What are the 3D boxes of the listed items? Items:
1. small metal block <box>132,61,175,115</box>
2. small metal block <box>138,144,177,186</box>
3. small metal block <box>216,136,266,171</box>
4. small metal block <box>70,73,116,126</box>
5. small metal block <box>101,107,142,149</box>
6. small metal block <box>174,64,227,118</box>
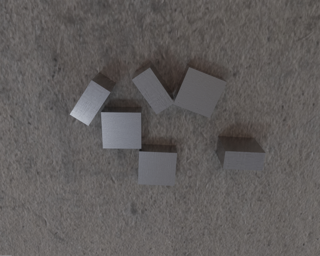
[{"bbox_3d":[-0.008,-0.050,0.378,0.025,0.050,0.050,-33,107,11],"label":"small metal block"},{"bbox_3d":[-0.004,0.051,0.429,0.050,0.025,0.050,3,110,-2],"label":"small metal block"},{"bbox_3d":[0.105,0.033,0.410,0.050,0.050,0.025,3,110,-2],"label":"small metal block"},{"bbox_3d":[-0.081,-0.037,0.382,0.025,0.050,0.050,33,107,-12],"label":"small metal block"},{"bbox_3d":[-0.049,-0.001,0.409,0.050,0.025,0.050,1,110,-1],"label":"small metal block"},{"bbox_3d":[0.049,-0.047,0.393,0.050,0.025,0.050,20,109,-8],"label":"small metal block"}]
